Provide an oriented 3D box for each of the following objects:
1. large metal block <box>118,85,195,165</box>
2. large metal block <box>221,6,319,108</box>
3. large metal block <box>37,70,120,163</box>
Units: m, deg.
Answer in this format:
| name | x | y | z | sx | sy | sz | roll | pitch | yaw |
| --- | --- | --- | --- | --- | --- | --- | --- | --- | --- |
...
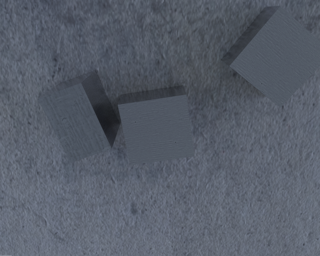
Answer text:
| name | x | y | z | sx | sy | sz | roll | pitch | yaw |
| --- | --- | --- | --- | --- | --- | --- | --- | --- | --- |
| large metal block | -0.003 | -0.005 | 0.395 | 0.080 | 0.050 | 0.079 | -8 | 110 | 2 |
| large metal block | 0.134 | -0.085 | 0.367 | 0.080 | 0.050 | 0.080 | 36 | 106 | -13 |
| large metal block | -0.091 | -0.018 | 0.373 | 0.050 | 0.080 | 0.080 | -19 | 109 | 6 |
